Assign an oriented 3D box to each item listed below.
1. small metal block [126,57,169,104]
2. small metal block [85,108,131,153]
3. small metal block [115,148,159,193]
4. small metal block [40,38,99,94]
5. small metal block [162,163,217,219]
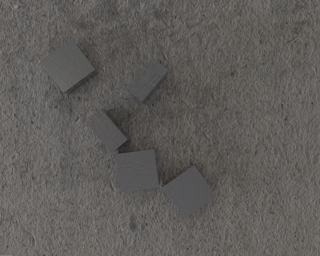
[{"bbox_3d":[-0.015,-0.058,0.397,0.025,0.050,0.050,40,90,0],"label":"small metal block"},{"bbox_3d":[-0.065,0.003,0.397,0.025,0.050,0.050,-40,90,0],"label":"small metal block"},{"bbox_3d":[-0.029,0.055,0.410,0.050,0.025,0.050,-7,90,0],"label":"small metal block"},{"bbox_3d":[-0.118,-0.080,0.409,0.050,0.025,0.050,-37,90,0],"label":"small metal block"},{"bbox_3d":[0.038,0.082,0.410,0.050,0.025,0.050,-35,90,0],"label":"small metal block"}]
